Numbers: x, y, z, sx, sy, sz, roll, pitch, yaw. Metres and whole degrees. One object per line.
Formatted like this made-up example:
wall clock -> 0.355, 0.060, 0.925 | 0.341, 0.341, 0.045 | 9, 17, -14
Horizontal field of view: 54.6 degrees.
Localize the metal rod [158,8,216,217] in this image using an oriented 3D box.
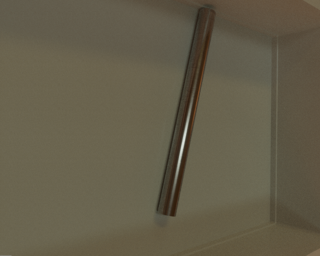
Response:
metal rod -> 0.040, -0.029, 0.438 | 0.025, 0.025, 0.299 | 20, 77, -38
